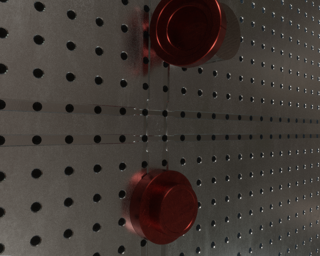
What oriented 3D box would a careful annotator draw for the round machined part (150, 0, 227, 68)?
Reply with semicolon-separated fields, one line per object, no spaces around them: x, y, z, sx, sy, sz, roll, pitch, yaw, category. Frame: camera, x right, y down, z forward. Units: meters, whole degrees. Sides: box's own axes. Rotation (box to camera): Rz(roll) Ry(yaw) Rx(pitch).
0.039;-0.127;0.400;0.042;0.098;0.097;-4;93;-60;round machined part

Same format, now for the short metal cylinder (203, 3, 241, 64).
0.074;-0.137;0.457;0.081;0.050;0.079;0;90;-40;short metal cylinder

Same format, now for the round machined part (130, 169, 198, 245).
0.012;0.106;0.411;0.099;0.042;0.097;0;91;-40;round machined part
